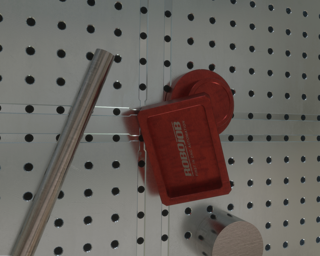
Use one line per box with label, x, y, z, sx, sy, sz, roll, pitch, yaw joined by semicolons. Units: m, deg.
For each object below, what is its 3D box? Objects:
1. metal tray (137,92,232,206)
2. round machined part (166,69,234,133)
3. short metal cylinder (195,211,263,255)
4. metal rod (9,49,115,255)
metal tray;0.032;0.028;0.394;0.090;0.030;0.129;-13;103;8
round machined part;0.061;-0.033;0.427;0.099;0.042;0.097;0;90;-20
short metal cylinder;0.096;0.164;0.437;0.081;0.050;0.079;0;90;-21
metal rod;-0.120;0.046;0.368;0.025;0.025;0.299;23;82;-19
